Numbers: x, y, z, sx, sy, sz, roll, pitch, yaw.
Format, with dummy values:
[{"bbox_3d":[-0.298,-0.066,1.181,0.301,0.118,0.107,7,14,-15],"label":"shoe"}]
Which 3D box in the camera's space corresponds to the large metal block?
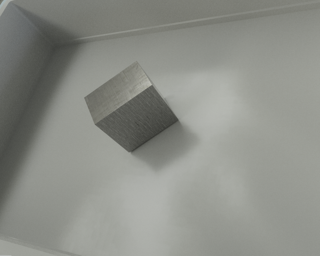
[{"bbox_3d":[-0.035,-0.025,0.399,0.080,0.080,0.050,-34,52,5],"label":"large metal block"}]
